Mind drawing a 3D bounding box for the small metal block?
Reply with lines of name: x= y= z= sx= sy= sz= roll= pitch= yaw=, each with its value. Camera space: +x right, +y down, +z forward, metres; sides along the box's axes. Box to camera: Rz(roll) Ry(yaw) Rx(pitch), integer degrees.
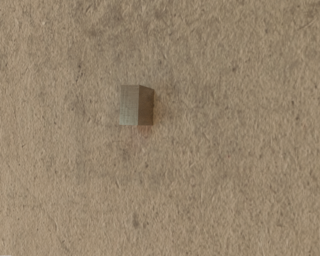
small metal block: x=-0.029 y=-0.029 z=0.407 sx=0.025 sy=0.050 sz=0.050 roll=2 pitch=91 yaw=20
